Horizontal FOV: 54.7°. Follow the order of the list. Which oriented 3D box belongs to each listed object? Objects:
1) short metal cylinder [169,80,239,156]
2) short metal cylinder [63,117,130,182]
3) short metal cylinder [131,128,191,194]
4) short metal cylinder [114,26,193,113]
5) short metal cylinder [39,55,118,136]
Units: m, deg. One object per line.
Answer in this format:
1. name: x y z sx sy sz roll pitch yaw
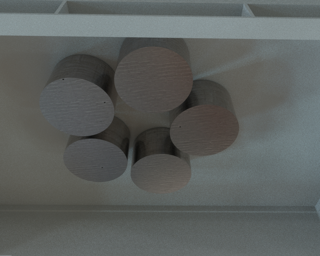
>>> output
1. short metal cylinder: 0.052 -0.011 0.381 0.081 0.050 0.079 0 130 0
2. short metal cylinder: -0.082 0.027 0.412 0.081 0.050 0.079 0 130 0
3. short metal cylinder: 0.001 0.046 0.429 0.081 0.050 0.079 0 130 0
4. short metal cylinder: -0.006 -0.063 0.336 0.081 0.050 0.079 0 130 0
5. short metal cylinder: -0.090 -0.037 0.358 0.081 0.050 0.079 0 130 0
